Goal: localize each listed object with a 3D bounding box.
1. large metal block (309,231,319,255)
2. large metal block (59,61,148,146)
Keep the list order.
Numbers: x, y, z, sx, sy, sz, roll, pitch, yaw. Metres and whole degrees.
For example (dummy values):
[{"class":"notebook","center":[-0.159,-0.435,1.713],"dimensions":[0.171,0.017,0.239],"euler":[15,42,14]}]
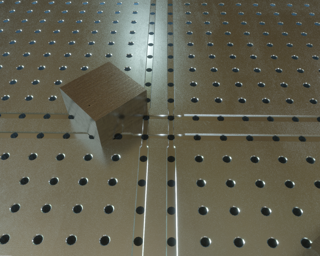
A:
[{"class":"large metal block","center":[0.200,0.106,0.284],"dimensions":[0.050,0.080,0.080],"euler":[-36,59,-26]},{"class":"large metal block","center":[-0.074,-0.035,0.421],"dimensions":[0.080,0.050,0.080],"euler":[-35,59,-26]}]
